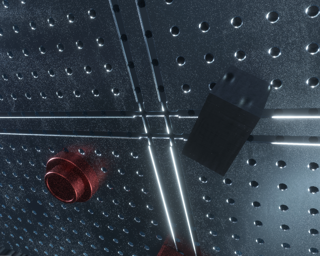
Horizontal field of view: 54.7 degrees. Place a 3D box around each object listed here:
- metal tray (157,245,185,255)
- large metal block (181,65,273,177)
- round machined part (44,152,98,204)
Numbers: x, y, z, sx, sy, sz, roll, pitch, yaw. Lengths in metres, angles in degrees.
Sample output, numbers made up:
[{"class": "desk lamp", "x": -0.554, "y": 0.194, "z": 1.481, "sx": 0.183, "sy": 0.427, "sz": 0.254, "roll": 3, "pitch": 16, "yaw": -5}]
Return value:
[{"class": "metal tray", "x": 0.047, "y": 0.274, "z": 0.552, "sx": 0.130, "sy": 0.030, "sz": 0.089, "roll": 26, "pitch": 128, "yaw": 11}, {"class": "large metal block", "x": 0.072, "y": -0.010, "z": 0.331, "sx": 0.050, "sy": 0.080, "sz": 0.079, "roll": 29, "pitch": 128, "yaw": 10}, {"class": "round machined part", "x": -0.161, "y": 0.093, "z": 0.543, "sx": 0.098, "sy": 0.042, "sz": 0.097, "roll": 13, "pitch": 124, "yaw": 21}]
